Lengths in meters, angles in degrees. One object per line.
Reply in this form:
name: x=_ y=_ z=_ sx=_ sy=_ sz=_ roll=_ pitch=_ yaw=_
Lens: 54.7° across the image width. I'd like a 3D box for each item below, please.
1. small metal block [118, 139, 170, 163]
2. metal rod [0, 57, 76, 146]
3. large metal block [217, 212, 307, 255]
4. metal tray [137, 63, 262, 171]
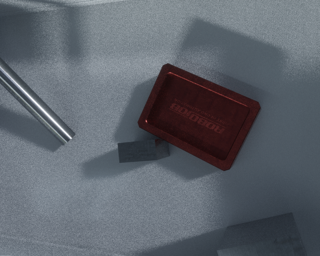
small metal block: x=-0.020 y=0.029 z=0.403 sx=0.050 sy=0.050 sz=0.025 roll=-6 pitch=88 yaw=19
metal rod: x=-0.231 y=-0.092 z=0.422 sx=0.025 sy=0.025 sz=0.300 roll=-37 pitch=104 yaw=16
large metal block: x=0.115 y=0.137 z=0.340 sx=0.080 sy=0.080 sz=0.050 roll=-19 pitch=84 yaw=18
metal tray: x=0.047 y=-0.015 z=0.390 sx=0.130 sy=0.030 sz=0.090 roll=27 pitch=99 yaw=17
